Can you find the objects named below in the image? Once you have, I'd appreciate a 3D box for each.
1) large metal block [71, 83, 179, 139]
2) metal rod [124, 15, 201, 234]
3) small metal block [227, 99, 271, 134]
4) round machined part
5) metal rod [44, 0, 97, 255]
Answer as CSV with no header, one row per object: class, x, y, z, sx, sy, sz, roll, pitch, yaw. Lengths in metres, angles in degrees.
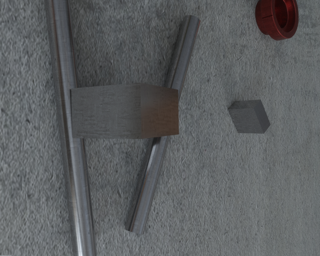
large metal block,-0.034,-0.016,0.326,0.080,0.080,0.050,-4,93,-63
metal rod,0.007,-0.014,0.412,0.025,0.025,0.299,25,74,-38
small metal block,0.148,-0.018,0.516,0.025,0.050,0.050,-44,117,-31
round machined part,0.214,-0.212,0.576,0.099,0.042,0.097,0,90,-40
metal rod,-0.094,-0.008,0.326,0.025,0.025,0.298,-9,96,-40
